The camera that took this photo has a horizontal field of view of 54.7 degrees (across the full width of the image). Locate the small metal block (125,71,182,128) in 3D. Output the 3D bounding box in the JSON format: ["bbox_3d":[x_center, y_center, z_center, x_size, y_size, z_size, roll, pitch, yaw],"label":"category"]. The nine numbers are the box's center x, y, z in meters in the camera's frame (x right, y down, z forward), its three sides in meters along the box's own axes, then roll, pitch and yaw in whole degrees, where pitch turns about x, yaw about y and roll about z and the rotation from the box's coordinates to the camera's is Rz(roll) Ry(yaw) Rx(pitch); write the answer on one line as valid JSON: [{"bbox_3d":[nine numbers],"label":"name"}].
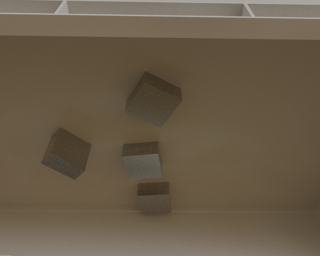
[{"bbox_3d":[-0.008,-0.034,0.380,0.050,0.025,0.050,24,126,-19],"label":"small metal block"}]

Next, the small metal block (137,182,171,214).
[{"bbox_3d":[-0.008,0.115,0.507,0.050,0.025,0.050,-4,130,3],"label":"small metal block"}]

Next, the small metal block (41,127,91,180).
[{"bbox_3d":[-0.126,0.035,0.421,0.050,0.050,0.025,34,122,-26],"label":"small metal block"}]

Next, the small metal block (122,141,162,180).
[{"bbox_3d":[-0.024,0.048,0.449,0.050,0.025,0.050,-5,130,4],"label":"small metal block"}]
